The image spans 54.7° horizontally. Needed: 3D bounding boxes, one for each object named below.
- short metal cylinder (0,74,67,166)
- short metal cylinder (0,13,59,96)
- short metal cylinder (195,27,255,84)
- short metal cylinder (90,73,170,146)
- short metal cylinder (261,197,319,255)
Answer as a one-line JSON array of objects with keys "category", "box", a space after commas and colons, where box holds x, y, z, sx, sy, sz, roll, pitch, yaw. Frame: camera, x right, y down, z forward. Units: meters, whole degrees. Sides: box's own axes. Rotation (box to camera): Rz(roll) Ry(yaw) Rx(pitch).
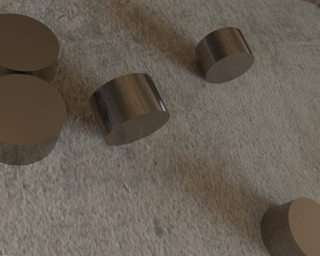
[{"category": "short metal cylinder", "box": [-0.142, -0.008, 0.317, 0.081, 0.050, 0.080, 14, 56, -21]}, {"category": "short metal cylinder", "box": [-0.160, -0.082, 0.352, 0.081, 0.050, 0.080, 14, 56, -21]}, {"category": "short metal cylinder", "box": [0.103, -0.115, 0.496, 0.081, 0.080, 0.050, -4, 64, -31]}, {"category": "short metal cylinder", "box": [-0.035, -0.020, 0.363, 0.081, 0.080, 0.050, -13, 69, -34]}, {"category": "short metal cylinder", "box": [0.181, 0.137, 0.404, 0.081, 0.050, 0.080, 14, 56, -21]}]
